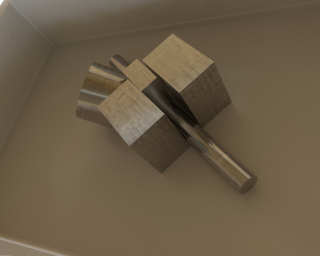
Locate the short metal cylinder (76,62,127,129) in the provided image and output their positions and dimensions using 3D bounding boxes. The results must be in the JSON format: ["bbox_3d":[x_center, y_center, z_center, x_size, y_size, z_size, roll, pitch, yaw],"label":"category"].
[{"bbox_3d":[-0.078,-0.045,0.427,0.050,0.080,0.080,18,66,-7],"label":"short metal cylinder"}]

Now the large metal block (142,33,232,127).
[{"bbox_3d":[0.035,-0.058,0.386,0.050,0.080,0.080,-42,51,-1],"label":"large metal block"}]

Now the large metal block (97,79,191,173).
[{"bbox_3d":[-0.019,-0.001,0.379,0.050,0.080,0.080,-43,51,-1],"label":"large metal block"}]

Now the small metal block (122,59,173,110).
[{"bbox_3d":[-0.015,-0.054,0.398,0.025,0.050,0.050,-42,51,0],"label":"small metal block"}]

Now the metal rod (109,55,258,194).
[{"bbox_3d":[0.010,-0.025,0.414,0.025,0.025,0.300,-43,51,-2],"label":"metal rod"}]
